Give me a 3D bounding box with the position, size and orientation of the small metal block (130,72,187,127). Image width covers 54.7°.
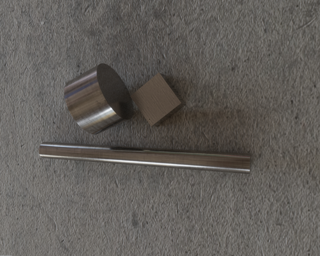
[{"bbox_3d":[-0.002,-0.037,0.410,0.050,0.025,0.050,-38,78,16],"label":"small metal block"}]

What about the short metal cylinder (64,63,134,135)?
[{"bbox_3d":[-0.078,-0.038,0.407,0.050,0.080,0.080,-24,82,18],"label":"short metal cylinder"}]

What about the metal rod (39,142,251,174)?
[{"bbox_3d":[-0.034,0.038,0.420,0.301,0.025,0.025,2,91,19],"label":"metal rod"}]
